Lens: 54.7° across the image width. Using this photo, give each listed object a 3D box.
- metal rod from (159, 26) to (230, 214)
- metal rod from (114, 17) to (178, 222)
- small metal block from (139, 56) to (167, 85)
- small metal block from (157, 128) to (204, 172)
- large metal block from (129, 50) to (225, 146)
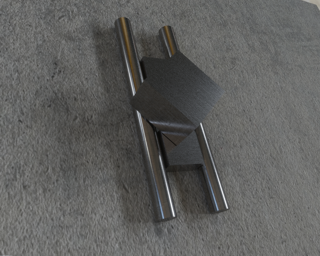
[{"bbox_3d":[0.042,-0.028,0.448,0.025,0.025,0.299,1,61,-28],"label":"metal rod"},{"bbox_3d":[-0.025,-0.029,0.411,0.025,0.025,0.299,1,61,-28],"label":"metal rod"},{"bbox_3d":[-0.002,-0.074,0.449,0.050,0.025,0.050,1,61,-28],"label":"small metal block"},{"bbox_3d":[0.023,0.029,0.401,0.050,0.025,0.050,1,61,-28],"label":"small metal block"},{"bbox_3d":[0.023,-0.039,0.392,0.080,0.050,0.080,42,51,0],"label":"large metal block"}]
